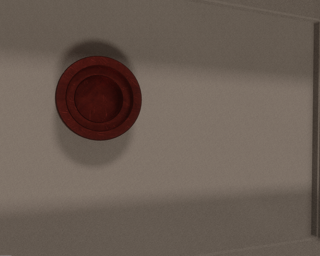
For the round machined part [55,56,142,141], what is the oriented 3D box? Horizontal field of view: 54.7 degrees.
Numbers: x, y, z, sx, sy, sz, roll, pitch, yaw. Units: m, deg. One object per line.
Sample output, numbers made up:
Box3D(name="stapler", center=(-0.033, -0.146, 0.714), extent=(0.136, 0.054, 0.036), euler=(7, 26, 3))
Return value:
Box3D(name="round machined part", center=(-0.075, -0.034, 0.374), extent=(0.099, 0.042, 0.097), euler=(0, 90, -20))
